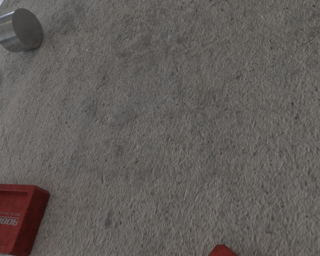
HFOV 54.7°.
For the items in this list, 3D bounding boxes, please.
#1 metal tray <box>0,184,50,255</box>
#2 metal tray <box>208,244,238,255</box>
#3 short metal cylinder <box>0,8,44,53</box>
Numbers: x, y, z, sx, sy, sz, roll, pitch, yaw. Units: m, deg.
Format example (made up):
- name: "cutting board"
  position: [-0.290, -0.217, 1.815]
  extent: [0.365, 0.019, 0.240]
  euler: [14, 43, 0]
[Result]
- name: "metal tray"
  position: [-0.228, 0.127, 0.442]
  extent: [0.130, 0.030, 0.090]
  euler: [-3, 60, 26]
- name: "metal tray"
  position: [0.049, 0.181, 0.264]
  extent: [0.090, 0.030, 0.130]
  euler: [34, 81, 38]
- name: "short metal cylinder"
  position: [-0.293, -0.202, 0.646]
  extent: [0.050, 0.080, 0.080]
  euler: [-8, 58, 24]
